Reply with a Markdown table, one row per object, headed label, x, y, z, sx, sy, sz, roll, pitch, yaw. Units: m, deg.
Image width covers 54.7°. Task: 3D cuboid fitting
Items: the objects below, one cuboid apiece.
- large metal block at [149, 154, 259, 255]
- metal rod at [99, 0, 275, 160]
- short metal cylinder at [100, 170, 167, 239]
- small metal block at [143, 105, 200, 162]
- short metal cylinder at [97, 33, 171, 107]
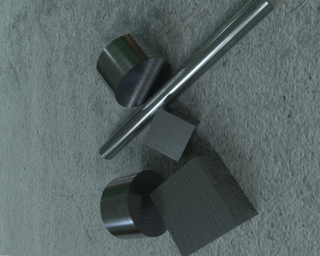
| label | x | y | z | sx | sy | sz | roll | pitch | yaw |
| --- | --- | --- | --- | --- | --- | --- | --- | --- | --- |
| large metal block | 0.047 | 0.086 | 0.350 | 0.080 | 0.050 | 0.080 | -45 | 63 | 30 |
| metal rod | 0.013 | -0.046 | 0.393 | 0.299 | 0.025 | 0.025 | -42 | 65 | 32 |
| short metal cylinder | -0.028 | 0.098 | 0.392 | 0.050 | 0.081 | 0.080 | -21 | 77 | 38 |
| small metal block | 0.014 | 0.006 | 0.382 | 0.050 | 0.025 | 0.050 | 28 | 109 | 13 |
| short metal cylinder | -0.033 | -0.072 | 0.397 | 0.080 | 0.081 | 0.050 | -52 | 60 | 27 |
